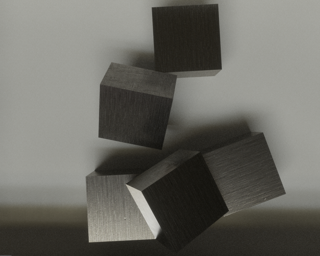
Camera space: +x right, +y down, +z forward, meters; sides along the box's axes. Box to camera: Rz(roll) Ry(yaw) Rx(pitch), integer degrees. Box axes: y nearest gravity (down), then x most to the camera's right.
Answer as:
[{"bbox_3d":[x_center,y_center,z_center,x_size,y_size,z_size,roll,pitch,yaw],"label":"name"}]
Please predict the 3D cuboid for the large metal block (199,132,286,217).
[{"bbox_3d":[0.101,0.056,0.400,0.080,0.050,0.080,-20,90,0],"label":"large metal block"}]

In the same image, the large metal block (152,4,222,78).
[{"bbox_3d":[0.032,-0.108,0.399,0.080,0.050,0.080,-3,90,0],"label":"large metal block"}]

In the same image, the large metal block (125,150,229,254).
[{"bbox_3d":[0.020,0.081,0.359,0.080,0.050,0.080,-31,102,-22],"label":"large metal block"}]

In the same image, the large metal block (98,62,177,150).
[{"bbox_3d":[-0.028,-0.026,0.379,0.080,0.050,0.079,11,131,0],"label":"large metal block"}]

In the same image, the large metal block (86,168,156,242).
[{"bbox_3d":[-0.047,0.096,0.398,0.080,0.050,0.080,-3,90,0],"label":"large metal block"}]
